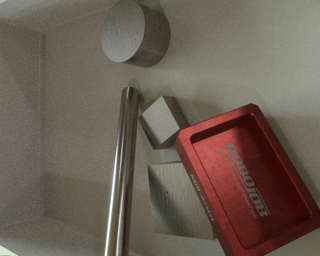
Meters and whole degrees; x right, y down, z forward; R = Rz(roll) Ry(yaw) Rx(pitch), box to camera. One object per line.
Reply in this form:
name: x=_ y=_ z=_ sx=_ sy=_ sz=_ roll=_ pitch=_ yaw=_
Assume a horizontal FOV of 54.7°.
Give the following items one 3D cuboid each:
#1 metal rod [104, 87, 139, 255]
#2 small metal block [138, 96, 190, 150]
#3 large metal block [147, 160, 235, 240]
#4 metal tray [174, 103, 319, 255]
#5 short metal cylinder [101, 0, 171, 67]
metal rod: x=-0.044 y=0.074 z=0.358 sx=0.025 sy=0.025 sz=0.300 roll=-28 pitch=46 yaw=36
small metal block: x=0.005 y=-0.006 z=0.401 sx=0.050 sy=0.025 sz=0.050 roll=-41 pitch=66 yaw=32
large metal block: x=0.036 y=0.079 z=0.360 sx=0.080 sy=0.050 sz=0.080 roll=-9 pitch=84 yaw=39
metal tray: x=0.081 y=0.049 z=0.298 sx=0.030 sy=0.091 sz=0.130 roll=101 pitch=147 yaw=-67
short metal cylinder: x=-0.033 y=-0.124 z=0.416 sx=0.080 sy=0.050 sz=0.079 roll=0 pitch=90 yaw=39
